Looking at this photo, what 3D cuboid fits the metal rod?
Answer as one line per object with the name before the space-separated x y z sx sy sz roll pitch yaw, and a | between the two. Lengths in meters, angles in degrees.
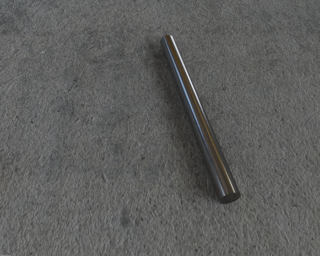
metal rod | 0.044 -0.035 0.433 0.025 0.025 0.300 -9 51 -8
